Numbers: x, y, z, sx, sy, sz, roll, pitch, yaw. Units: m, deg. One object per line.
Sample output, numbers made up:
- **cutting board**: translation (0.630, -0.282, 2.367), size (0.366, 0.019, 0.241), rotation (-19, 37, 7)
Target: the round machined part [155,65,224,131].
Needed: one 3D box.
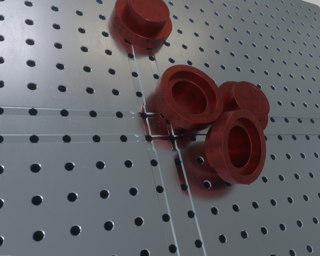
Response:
- **round machined part**: translation (0.037, -0.038, 0.440), size (0.099, 0.042, 0.098), rotation (13, 56, -21)

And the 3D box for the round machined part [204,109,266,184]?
- **round machined part**: translation (0.098, 0.026, 0.418), size (0.099, 0.042, 0.098), rotation (5, 82, -41)

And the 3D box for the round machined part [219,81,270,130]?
- **round machined part**: translation (0.132, -0.035, 0.488), size (0.099, 0.042, 0.098), rotation (13, 56, -21)

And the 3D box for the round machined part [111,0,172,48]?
- **round machined part**: translation (-0.024, -0.179, 0.493), size (0.099, 0.042, 0.098), rotation (13, 56, -21)
